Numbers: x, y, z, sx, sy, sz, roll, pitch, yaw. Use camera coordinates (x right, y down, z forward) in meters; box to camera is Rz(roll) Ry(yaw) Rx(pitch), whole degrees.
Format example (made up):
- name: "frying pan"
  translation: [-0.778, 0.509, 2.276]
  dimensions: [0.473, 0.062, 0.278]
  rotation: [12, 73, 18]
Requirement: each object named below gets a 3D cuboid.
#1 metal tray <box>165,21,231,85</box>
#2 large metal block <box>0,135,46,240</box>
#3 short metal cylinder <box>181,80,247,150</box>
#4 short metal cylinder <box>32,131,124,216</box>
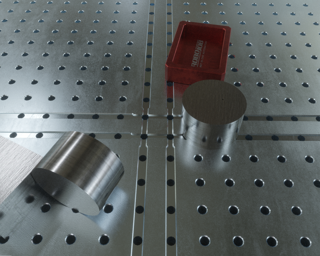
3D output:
- name: "metal tray"
  translation: [0.065, -0.124, 0.508]
  dimensions: [0.090, 0.030, 0.130]
  rotation: [10, 51, 8]
- name: "large metal block"
  translation: [-0.178, 0.060, 0.340]
  dimensions: [0.080, 0.050, 0.080]
  rotation: [22, 53, 17]
- name: "short metal cylinder"
  translation: [0.068, -0.018, 0.407]
  dimensions: [0.081, 0.050, 0.080]
  rotation: [0, 50, 0]
- name: "short metal cylinder"
  translation: [-0.086, 0.049, 0.330]
  dimensions: [0.080, 0.080, 0.050]
  rotation: [20, 53, 16]
